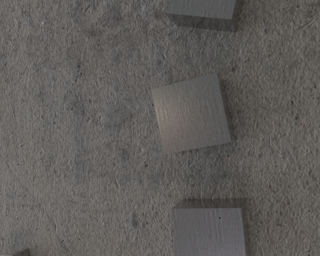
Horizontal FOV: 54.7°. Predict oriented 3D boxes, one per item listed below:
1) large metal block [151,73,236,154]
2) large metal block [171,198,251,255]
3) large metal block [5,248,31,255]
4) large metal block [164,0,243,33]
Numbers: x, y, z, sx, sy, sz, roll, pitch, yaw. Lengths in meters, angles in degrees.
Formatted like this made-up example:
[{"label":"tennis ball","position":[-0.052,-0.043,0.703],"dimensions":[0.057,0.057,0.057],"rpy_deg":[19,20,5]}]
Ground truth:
[{"label":"large metal block","position":[0.043,-0.016,0.381],"dimensions":[0.080,0.050,0.080],"rpy_deg":[-12,86,19]},{"label":"large metal block","position":[0.063,0.131,0.373],"dimensions":[0.080,0.050,0.080],"rpy_deg":[-6,88,20]},{"label":"large metal block","position":[-0.241,0.245,0.481],"dimensions":[0.080,0.050,0.080],"rpy_deg":[-23,82,18]},{"label":"large metal block","position":[0.059,-0.167,0.375],"dimensions":[0.080,0.050,0.079],"rpy_deg":[13,94,19]}]
